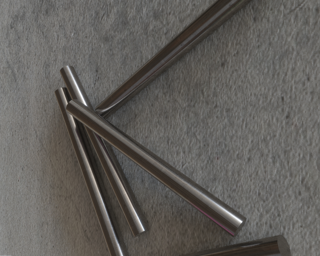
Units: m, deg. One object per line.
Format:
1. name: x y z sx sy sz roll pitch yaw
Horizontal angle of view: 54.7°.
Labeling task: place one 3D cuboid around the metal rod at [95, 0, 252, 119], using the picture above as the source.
1. metal rod: 0.014 -0.094 0.391 0.299 0.025 0.025 -34 69 34

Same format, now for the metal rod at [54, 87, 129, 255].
1. metal rod: -0.114 0.065 0.495 0.025 0.025 0.299 -37 67 33

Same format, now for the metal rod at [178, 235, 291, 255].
1. metal rod: 0.015 0.177 0.390 0.299 0.025 0.025 -29 72 36

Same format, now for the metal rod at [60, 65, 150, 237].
1. metal rod: -0.092 0.022 0.478 0.025 0.025 0.299 -43 64 31

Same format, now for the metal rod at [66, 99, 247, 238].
1. metal rod: -0.024 0.037 0.406 0.300 0.025 0.025 33 110 29
